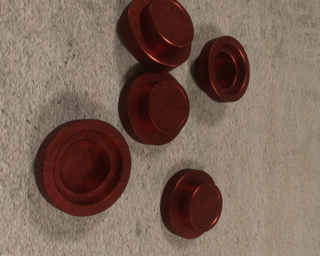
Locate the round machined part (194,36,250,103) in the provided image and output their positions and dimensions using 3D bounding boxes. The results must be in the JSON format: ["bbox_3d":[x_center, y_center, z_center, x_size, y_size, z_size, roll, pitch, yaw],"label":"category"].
[{"bbox_3d":[0.091,-0.087,0.472,0.099,0.042,0.097,0,90,-40],"label":"round machined part"}]

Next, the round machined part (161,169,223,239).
[{"bbox_3d":[0.051,0.108,0.439,0.099,0.042,0.097,0,90,-40],"label":"round machined part"}]

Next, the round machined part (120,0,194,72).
[{"bbox_3d":[0.004,-0.122,0.383,0.099,0.042,0.098,14,66,-35],"label":"round machined part"}]

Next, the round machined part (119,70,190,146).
[{"bbox_3d":[0.000,-0.026,0.396,0.099,0.042,0.097,0,90,-40],"label":"round machined part"}]

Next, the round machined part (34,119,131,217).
[{"bbox_3d":[-0.083,0.039,0.326,0.099,0.042,0.097,0,90,-40],"label":"round machined part"}]
